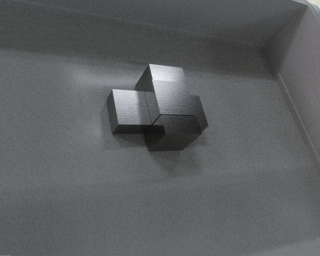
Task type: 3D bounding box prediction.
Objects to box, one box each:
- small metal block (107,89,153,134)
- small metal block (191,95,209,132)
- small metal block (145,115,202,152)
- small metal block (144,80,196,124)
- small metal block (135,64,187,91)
[{"bbox_3d":[-0.037,-0.020,0.395,0.050,0.025,0.050,1,61,-28],"label":"small metal block"},{"bbox_3d":[0.034,-0.019,0.433,0.050,0.025,0.050,1,61,-28],"label":"small metal block"},{"bbox_3d":[0.016,0.007,0.389,0.050,0.050,0.025,1,62,-28],"label":"small metal block"},{"bbox_3d":[0.012,-0.032,0.396,0.050,0.025,0.050,1,61,-28],"label":"small metal block"},{"bbox_3d":[0.000,-0.059,0.423,0.050,0.050,0.025,1,62,-28],"label":"small metal block"}]
